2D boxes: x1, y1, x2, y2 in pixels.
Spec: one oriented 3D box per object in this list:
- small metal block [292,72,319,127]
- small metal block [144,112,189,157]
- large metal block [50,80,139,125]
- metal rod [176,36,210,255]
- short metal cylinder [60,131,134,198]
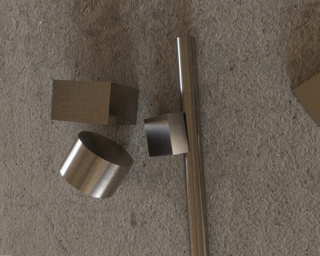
[{"bbox_3d":[0.185,-0.036,0.344,0.050,0.025,0.050,-36,79,16],"label":"small metal block"},{"bbox_3d":[0.007,0.009,0.393,0.050,0.025,0.050,-12,85,53],"label":"small metal block"},{"bbox_3d":[-0.082,-0.032,0.408,0.080,0.080,0.050,5,92,19],"label":"large metal block"},{"bbox_3d":[0.042,0.035,0.393,0.025,0.025,0.298,-4,89,19],"label":"metal rod"},{"bbox_3d":[-0.082,0.047,0.408,0.080,0.080,0.050,35,101,16],"label":"short metal cylinder"}]
